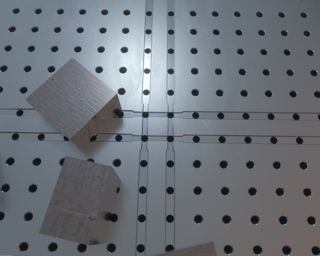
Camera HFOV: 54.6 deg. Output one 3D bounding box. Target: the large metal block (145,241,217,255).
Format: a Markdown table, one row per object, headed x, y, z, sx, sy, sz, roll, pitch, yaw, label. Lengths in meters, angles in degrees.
| x | y | z | sx | sy | sz | roll | pitch | yaw | label |
| --- | --- | --- | --- | --- | --- | --- | --- | --- | --- |
| 0.026 | 0.173 | 0.335 | 0.080 | 0.050 | 0.080 | -11 | 70 | -4 | large metal block |

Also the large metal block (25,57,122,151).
| x | y | z | sx | sy | sz | roll | pitch | yaw | label |
| --- | --- | --- | --- | --- | --- | --- | --- | --- | --- |
| -0.110 | -0.031 | 0.409 | 0.080 | 0.050 | 0.080 | 39 | 75 | 13 | large metal block |

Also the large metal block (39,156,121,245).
| x | y | z | sx | sy | sz | roll | pitch | yaw | label |
| --- | --- | --- | --- | --- | --- | --- | --- | --- | --- |
| -0.084 | 0.085 | 0.351 | 0.050 | 0.080 | 0.080 | 12 | 71 | 4 | large metal block |
